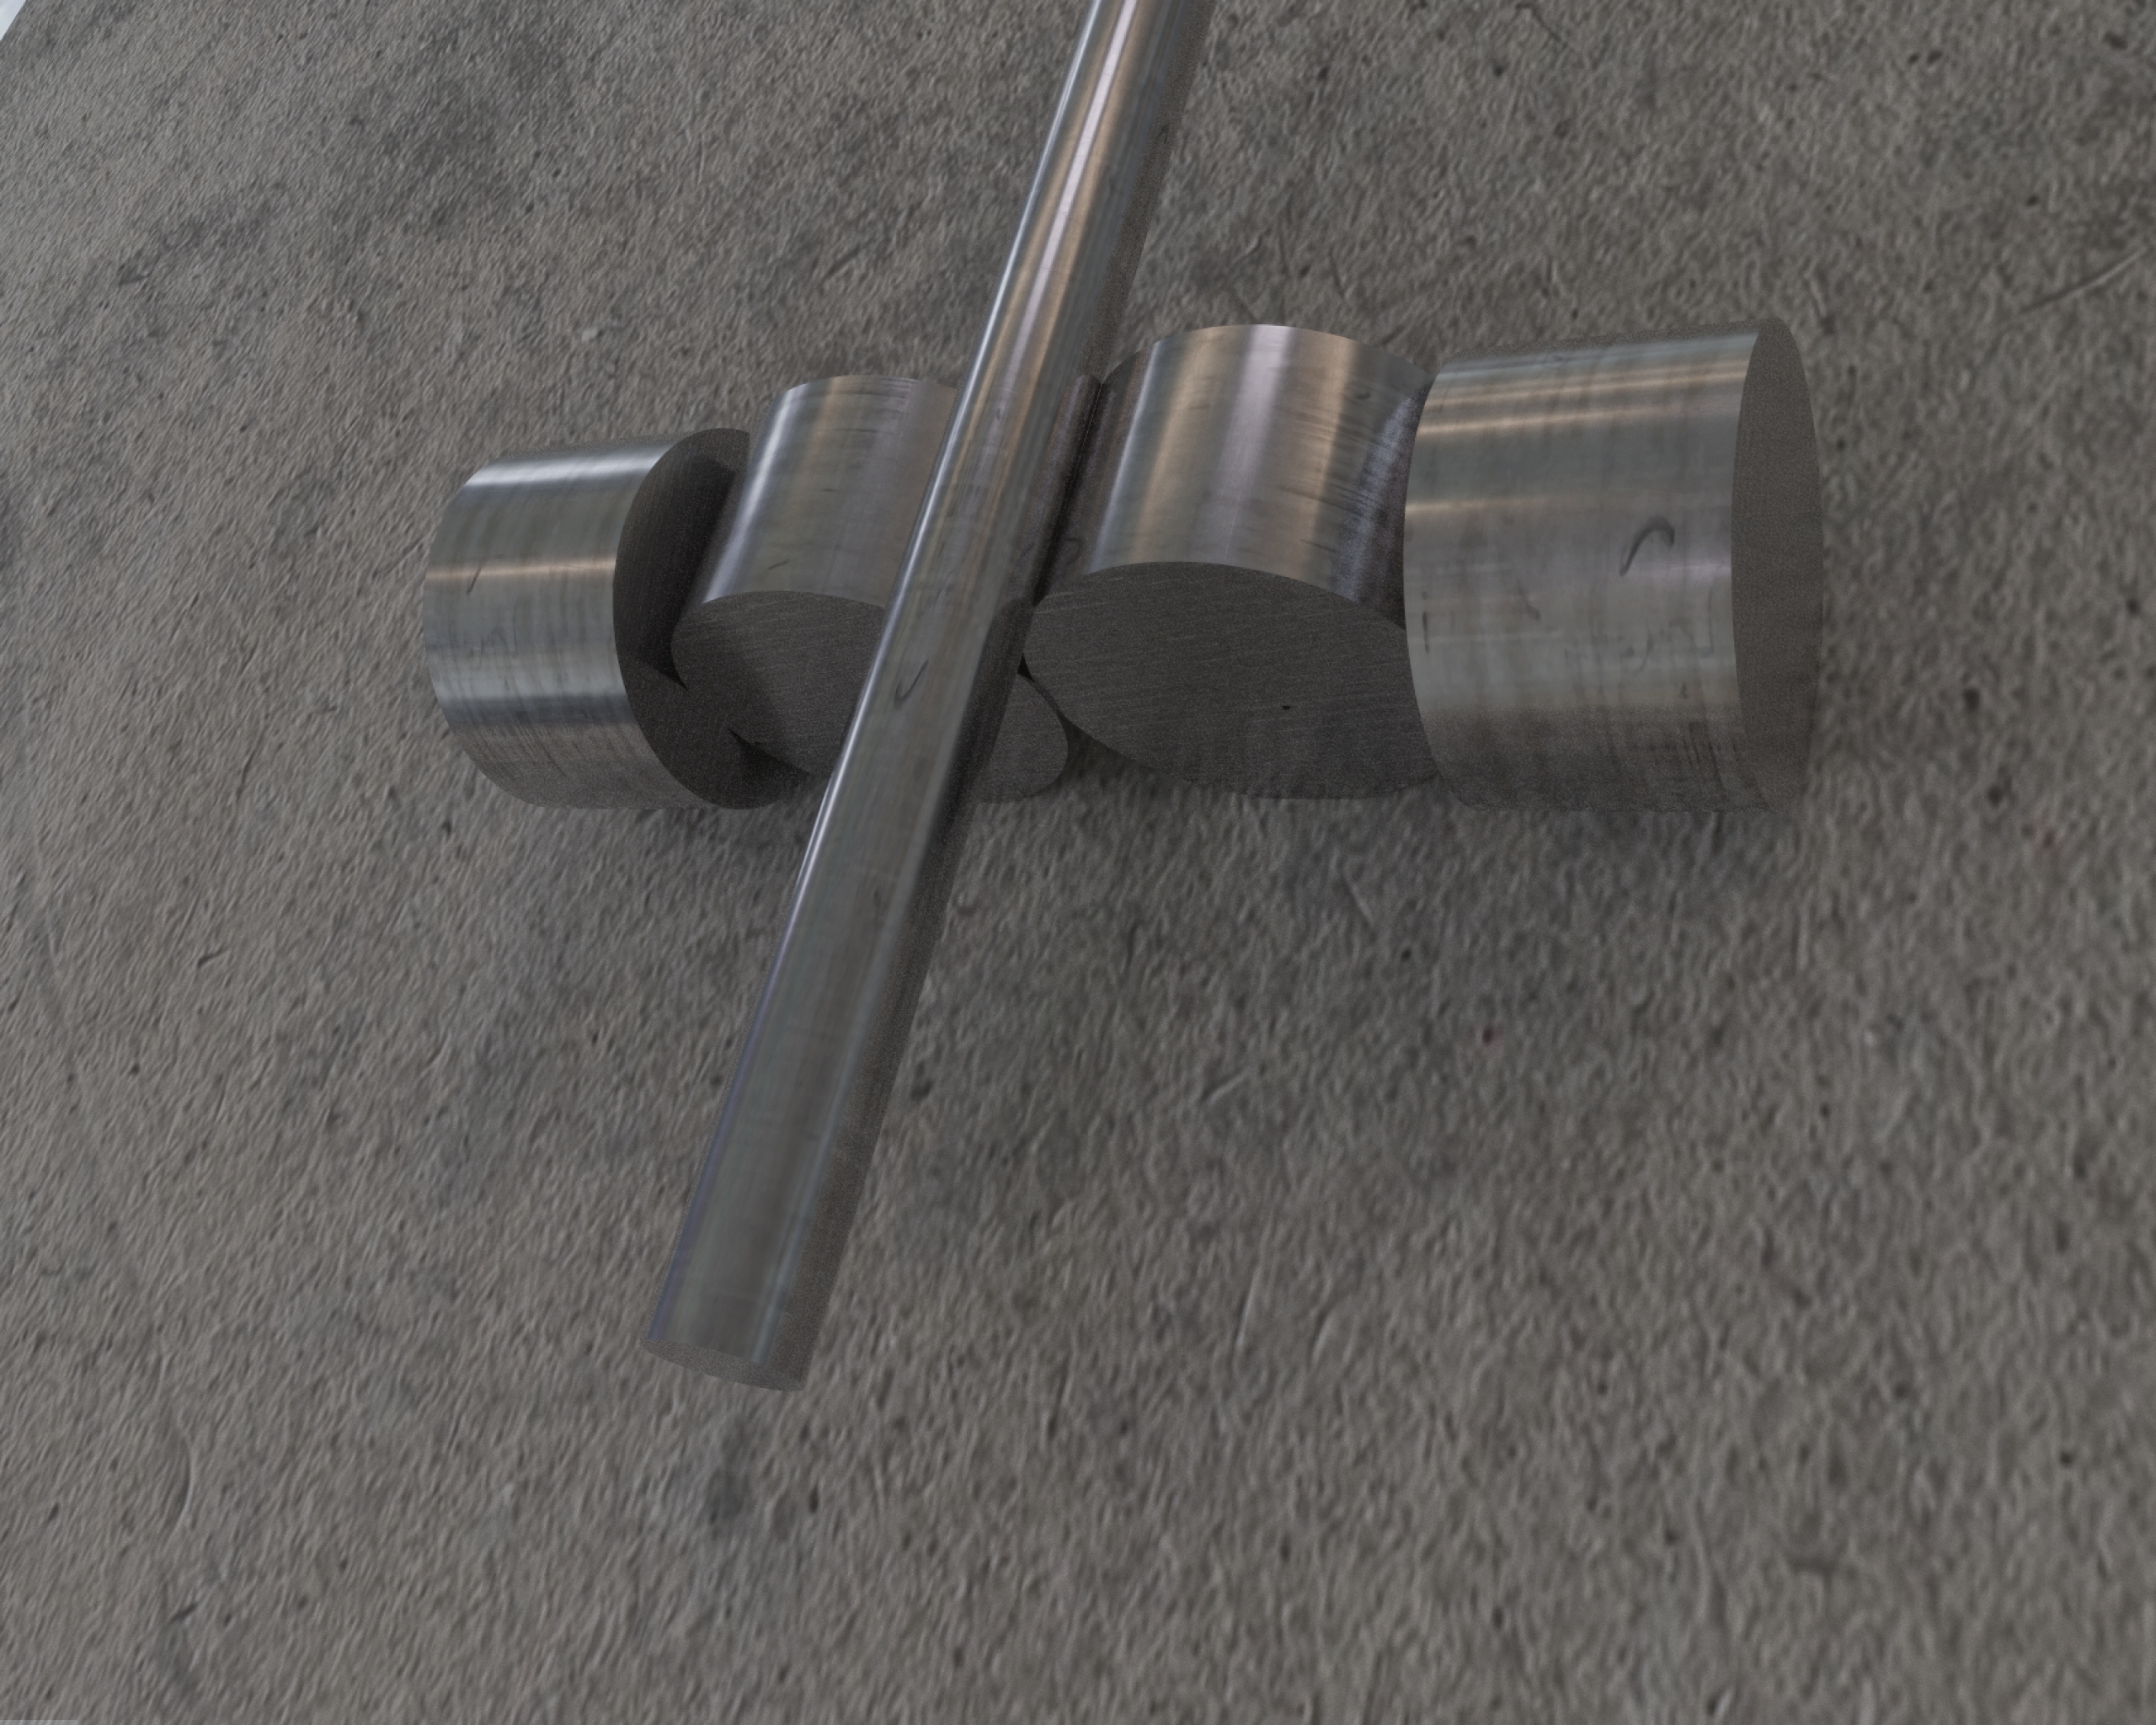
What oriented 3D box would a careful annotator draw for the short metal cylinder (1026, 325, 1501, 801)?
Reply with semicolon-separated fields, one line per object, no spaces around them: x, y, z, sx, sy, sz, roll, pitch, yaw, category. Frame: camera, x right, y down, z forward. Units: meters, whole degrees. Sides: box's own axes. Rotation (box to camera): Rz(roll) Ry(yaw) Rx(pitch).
0.035;-0.053;0.383;0.080;0.080;0.050;1;62;28;short metal cylinder

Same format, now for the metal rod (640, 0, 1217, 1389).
-0.017;-0.057;0.370;0.025;0.025;0.300;1;62;28;metal rod

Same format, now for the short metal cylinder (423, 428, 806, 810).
-0.093;-0.051;0.450;0.050;0.080;0.080;1;62;29;short metal cylinder

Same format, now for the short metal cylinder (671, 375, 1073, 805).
-0.035;-0.053;0.421;0.080;0.080;0.050;1;62;28;short metal cylinder

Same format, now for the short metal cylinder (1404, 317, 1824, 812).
0.093;-0.048;0.351;0.050;0.080;0.080;1;62;29;short metal cylinder
